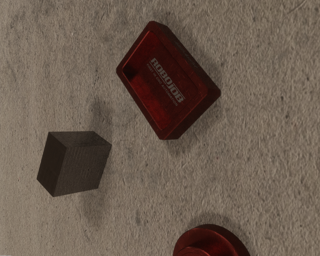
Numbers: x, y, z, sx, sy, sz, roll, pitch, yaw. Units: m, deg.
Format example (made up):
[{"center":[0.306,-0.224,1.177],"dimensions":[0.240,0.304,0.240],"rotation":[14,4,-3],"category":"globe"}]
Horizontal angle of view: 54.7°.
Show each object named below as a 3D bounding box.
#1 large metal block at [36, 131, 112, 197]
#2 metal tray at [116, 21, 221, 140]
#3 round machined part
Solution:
[{"center":[-0.131,0.052,0.474],"dimensions":[0.050,0.081,0.079],"rotation":[31,109,35],"category":"large metal block"},{"center":[0.005,-0.060,0.395],"dimensions":[0.090,0.030,0.130],"rotation":[-48,62,29],"category":"metal tray"},{"center":[0.053,0.163,0.349],"dimensions":[0.098,0.042,0.097],"rotation":[0,90,39],"category":"round machined part"}]
